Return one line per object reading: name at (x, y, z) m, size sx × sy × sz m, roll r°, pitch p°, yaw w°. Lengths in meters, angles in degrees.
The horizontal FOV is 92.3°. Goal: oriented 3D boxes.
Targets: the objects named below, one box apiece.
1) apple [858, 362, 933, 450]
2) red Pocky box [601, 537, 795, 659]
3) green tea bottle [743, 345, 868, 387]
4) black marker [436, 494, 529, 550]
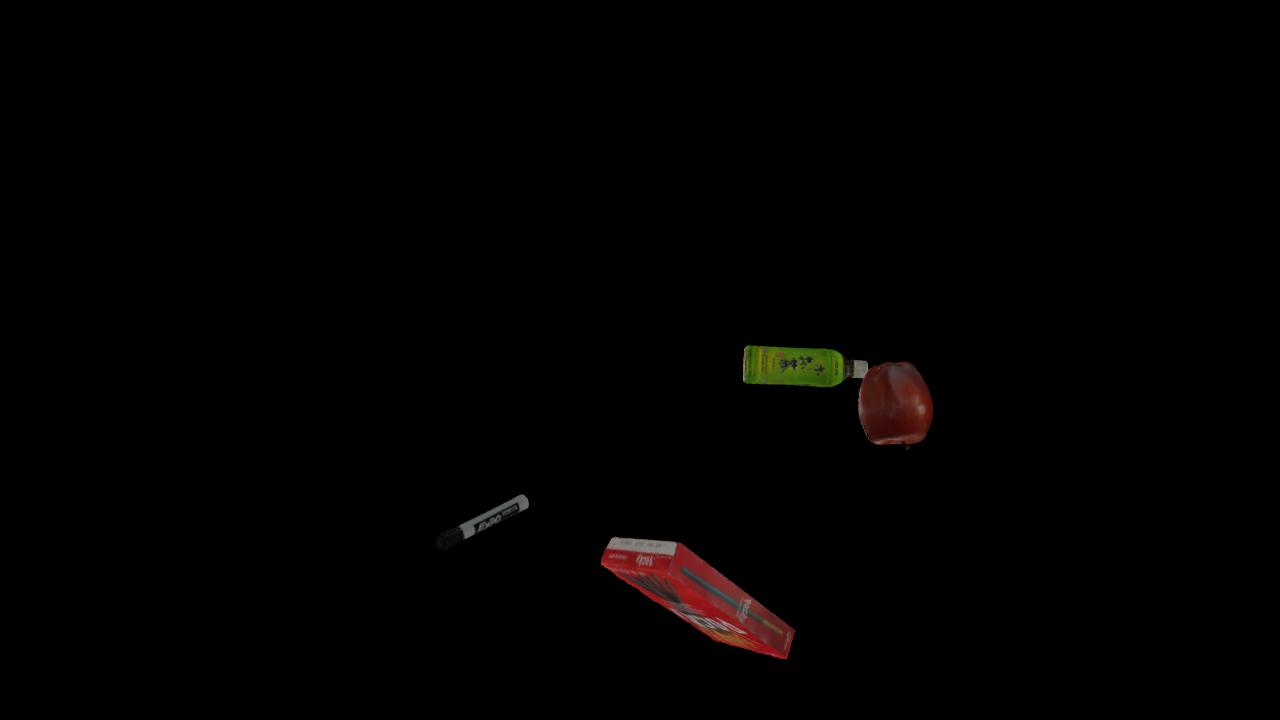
apple at (0.273, 0.050, 0.658) m, size 0.079 × 0.093 × 0.079 m, roll -6°, pitch -11°, yaw -1°
red Pocky box at (0.049, 0.192, 0.497) m, size 0.155 × 0.028 × 0.083 m, roll 42°, pitch -34°, yaw -26°
green tea bottle at (0.289, 0.011, 1.081) m, size 0.212 × 0.073 × 0.073 m, roll 0°, pitch 0°, yaw 9°
black marker at (-0.180, 0.186, 0.708) m, size 0.020 × 0.020 × 0.121 m, roll 0°, pitch 12°, yaw 40°
